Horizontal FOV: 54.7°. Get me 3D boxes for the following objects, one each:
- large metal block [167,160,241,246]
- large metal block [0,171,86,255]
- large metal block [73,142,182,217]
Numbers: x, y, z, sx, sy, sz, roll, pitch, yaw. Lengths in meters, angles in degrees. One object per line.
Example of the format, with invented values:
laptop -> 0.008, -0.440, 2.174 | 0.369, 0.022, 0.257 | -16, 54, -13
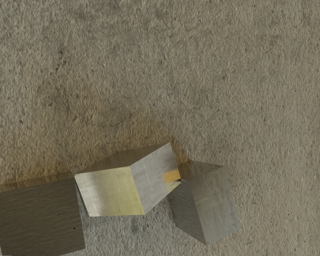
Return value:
large metal block -> 0.049, 0.091, 0.396 | 0.050, 0.080, 0.080 | -18, 97, -23
large metal block -> -0.133, 0.099, 0.347 | 0.081, 0.050, 0.080 | -10, 94, -20
large metal block -> -0.034, 0.057, 0.350 | 0.080, 0.080, 0.050 | -26, 101, -56
